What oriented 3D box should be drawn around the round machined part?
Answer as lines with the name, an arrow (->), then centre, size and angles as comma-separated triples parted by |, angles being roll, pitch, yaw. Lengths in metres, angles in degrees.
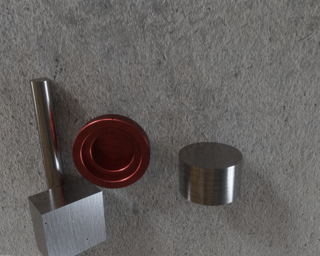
round machined part -> -0.062, 0.027, 0.410 | 0.099, 0.042, 0.097 | 0, 110, 0

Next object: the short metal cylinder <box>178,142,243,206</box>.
short metal cylinder -> 0.065, 0.057, 0.402 | 0.080, 0.080, 0.050 | -2, 110, 0

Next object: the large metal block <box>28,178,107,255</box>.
large metal block -> -0.124, 0.124, 0.420 | 0.081, 0.050, 0.079 | -16, 115, -36

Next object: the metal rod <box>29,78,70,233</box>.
metal rod -> -0.146, 0.080, 0.437 | 0.025, 0.025, 0.298 | -1, 110, 0
